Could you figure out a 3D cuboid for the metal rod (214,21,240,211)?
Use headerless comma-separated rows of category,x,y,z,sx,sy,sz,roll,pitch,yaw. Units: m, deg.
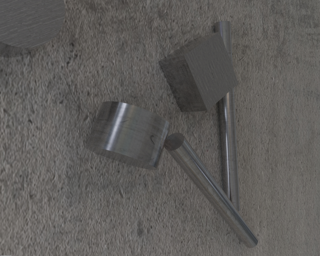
metal rod,0.108,-0.016,0.494,0.025,0.025,0.298,-6,94,-40

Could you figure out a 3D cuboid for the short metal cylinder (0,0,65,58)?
short metal cylinder,-0.134,-0.107,0.276,0.081,0.050,0.080,0,90,-40

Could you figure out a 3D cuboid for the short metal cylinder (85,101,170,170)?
short metal cylinder,-0.034,0.010,0.340,0.080,0.080,0.050,28,73,-37

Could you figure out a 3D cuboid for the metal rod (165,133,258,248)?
metal rod,0.087,0.106,0.442,0.025,0.025,0.300,-59,134,-23

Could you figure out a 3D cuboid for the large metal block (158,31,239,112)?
large metal block,0.056,-0.078,0.435,0.080,0.050,0.080,-40,114,-33
